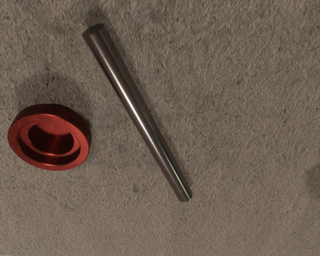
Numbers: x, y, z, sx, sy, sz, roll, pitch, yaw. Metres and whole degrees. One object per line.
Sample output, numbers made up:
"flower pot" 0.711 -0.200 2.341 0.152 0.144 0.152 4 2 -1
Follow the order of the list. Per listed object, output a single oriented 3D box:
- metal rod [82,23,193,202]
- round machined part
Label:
"metal rod" -0.014 0.004 0.410 0.025 0.025 0.299 -17 129 13
"round machined part" -0.138 0.007 0.400 0.099 0.042 0.097 -1 130 0
